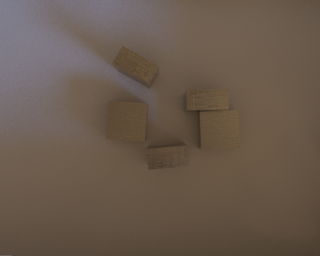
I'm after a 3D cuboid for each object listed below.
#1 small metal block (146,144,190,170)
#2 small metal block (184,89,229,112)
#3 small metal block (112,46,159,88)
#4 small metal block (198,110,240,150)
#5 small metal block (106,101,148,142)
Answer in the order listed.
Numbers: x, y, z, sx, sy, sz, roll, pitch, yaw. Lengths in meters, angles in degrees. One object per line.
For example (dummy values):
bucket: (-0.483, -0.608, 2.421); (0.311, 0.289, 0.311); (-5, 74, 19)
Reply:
small metal block: (0.010, 0.036, 0.399); (0.050, 0.050, 0.025); (-5, 90, 0)
small metal block: (0.058, -0.035, 0.399); (0.050, 0.050, 0.025); (-1, 90, 0)
small metal block: (-0.029, -0.076, 0.398); (0.050, 0.050, 0.025); (29, 90, 0)
small metal block: (0.077, 0.002, 0.412); (0.050, 0.025, 0.050); (-2, 90, 0)
small metal block: (-0.043, -0.009, 0.411); (0.050, 0.025, 0.050); (4, 90, 0)
